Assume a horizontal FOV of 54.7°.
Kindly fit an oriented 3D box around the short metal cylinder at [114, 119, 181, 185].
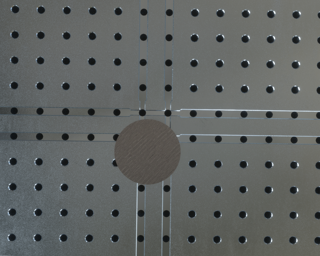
[{"bbox_3d":[-0.015,0.029,0.401,0.081,0.050,0.079,0,90,-1],"label":"short metal cylinder"}]
